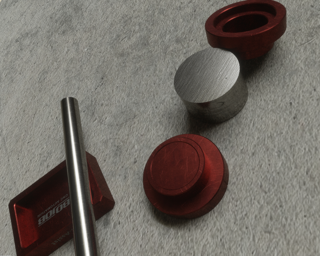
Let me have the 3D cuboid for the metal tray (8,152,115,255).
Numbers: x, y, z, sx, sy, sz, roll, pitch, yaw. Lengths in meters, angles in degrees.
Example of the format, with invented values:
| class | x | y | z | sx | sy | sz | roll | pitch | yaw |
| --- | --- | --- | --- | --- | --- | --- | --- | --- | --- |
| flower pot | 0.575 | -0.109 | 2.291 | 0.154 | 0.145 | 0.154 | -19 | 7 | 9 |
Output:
| class | x | y | z | sx | sy | sz | roll | pitch | yaw |
| --- | --- | --- | --- | --- | --- | --- | --- | --- | --- |
| metal tray | -0.132 | 0.100 | 0.406 | 0.130 | 0.030 | 0.090 | -36 | 51 | 3 |

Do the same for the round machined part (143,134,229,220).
| class | x | y | z | sx | sy | sz | roll | pitch | yaw |
| --- | --- | --- | --- | --- | --- | --- | --- | --- | --- |
| round machined part | 0.024 | 0.049 | 0.349 | 0.098 | 0.042 | 0.098 | -13 | 56 | 20 |

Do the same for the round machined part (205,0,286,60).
| class | x | y | z | sx | sy | sz | roll | pitch | yaw |
| --- | --- | --- | --- | --- | --- | --- | --- | --- | --- |
| round machined part | 0.110 | -0.124 | 0.399 | 0.098 | 0.042 | 0.098 | -12 | 41 | 11 |

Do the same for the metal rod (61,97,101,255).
| class | x | y | z | sx | sy | sz | roll | pitch | yaw |
| --- | --- | --- | --- | --- | --- | --- | --- | --- | --- |
| metal rod | -0.094 | 0.077 | 0.364 | 0.025 | 0.025 | 0.299 | -27 | 53 | 11 |

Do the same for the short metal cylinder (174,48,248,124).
| class | x | y | z | sx | sy | sz | roll | pitch | yaw |
| --- | --- | --- | --- | --- | --- | --- | --- | --- | --- |
| short metal cylinder | 0.064 | -0.052 | 0.385 | 0.080 | 0.050 | 0.080 | -13 | 57 | 21 |
